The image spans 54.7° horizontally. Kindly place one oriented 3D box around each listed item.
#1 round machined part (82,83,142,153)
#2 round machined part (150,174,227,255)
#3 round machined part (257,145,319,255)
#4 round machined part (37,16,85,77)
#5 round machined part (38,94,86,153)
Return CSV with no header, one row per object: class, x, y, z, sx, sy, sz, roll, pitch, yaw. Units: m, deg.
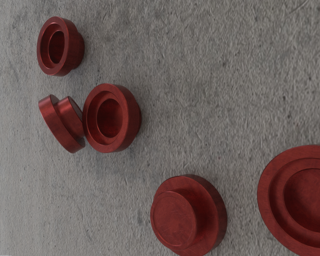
round machined part,-0.065,-0.014,0.447,0.098,0.042,0.097,0,90,39
round machined part,0.027,0.107,0.372,0.098,0.042,0.097,0,90,40
round machined part,0.142,0.063,0.276,0.098,0.042,0.097,0,90,40
round machined part,-0.167,-0.137,0.532,0.098,0.042,0.097,0,90,40
round machined part,-0.144,-0.012,0.489,0.042,0.098,0.098,-31,66,-3
